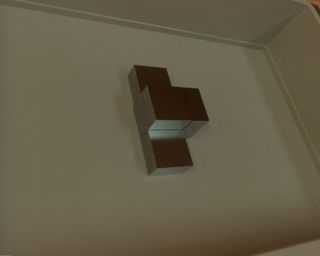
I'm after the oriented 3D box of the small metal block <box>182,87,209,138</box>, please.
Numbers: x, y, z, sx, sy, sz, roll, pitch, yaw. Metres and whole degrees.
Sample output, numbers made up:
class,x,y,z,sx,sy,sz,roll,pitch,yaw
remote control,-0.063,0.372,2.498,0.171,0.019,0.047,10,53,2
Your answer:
class,x,y,z,sx,sy,sz,roll,pitch,yaw
small metal block,0.036,-0.019,0.418,0.025,0.050,0.050,0,62,-28

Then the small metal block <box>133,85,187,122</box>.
class,x,y,z,sx,sy,sz,roll,pitch,yaw
small metal block,-0.001,-0.031,0.405,0.050,0.050,0.025,0,62,-28

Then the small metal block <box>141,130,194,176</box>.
class,x,y,z,sx,sy,sz,roll,pitch,yaw
small metal block,0.008,0.030,0.389,0.050,0.025,0.050,0,62,-28

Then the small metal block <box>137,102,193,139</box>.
class,x,y,z,sx,sy,sz,roll,pitch,yaw
small metal block,0.005,-0.009,0.395,0.050,0.050,0.025,0,62,-28

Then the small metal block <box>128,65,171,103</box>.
class,x,y,z,sx,sy,sz,roll,pitch,yaw
small metal block,-0.013,-0.058,0.432,0.050,0.025,0.050,0,62,-28
